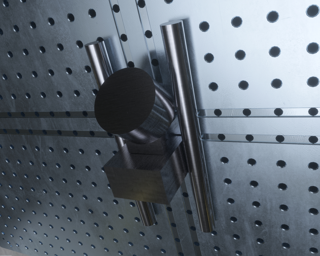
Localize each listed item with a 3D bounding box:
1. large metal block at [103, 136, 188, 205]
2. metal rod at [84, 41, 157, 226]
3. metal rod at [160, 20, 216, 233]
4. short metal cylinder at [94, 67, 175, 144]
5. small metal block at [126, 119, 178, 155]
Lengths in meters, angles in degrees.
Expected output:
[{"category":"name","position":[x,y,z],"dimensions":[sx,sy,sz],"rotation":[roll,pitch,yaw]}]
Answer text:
[{"category":"large metal block","position":[-0.013,0.051,0.411],"dimensions":[0.080,0.080,0.050],"rotation":[1,119,28]},{"category":"metal rod","position":[-0.050,0.024,0.452],"dimensions":[0.025,0.025,0.298],"rotation":[1,119,28]},{"category":"metal rod","position":[0.042,0.017,0.400],"dimensions":[0.025,0.025,0.298],"rotation":[2,119,27]},{"category":"short metal cylinder","position":[-0.030,-0.025,0.368],"dimensions":[0.080,0.050,0.080],"rotation":[-8,71,25]},{"category":"small metal block","position":[-0.010,0.010,0.406],"dimensions":[0.050,0.050,0.025],"rotation":[1,119,27]}]
